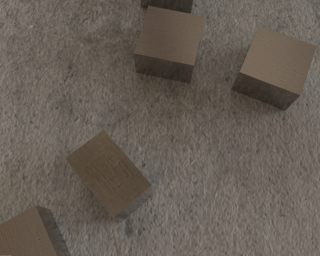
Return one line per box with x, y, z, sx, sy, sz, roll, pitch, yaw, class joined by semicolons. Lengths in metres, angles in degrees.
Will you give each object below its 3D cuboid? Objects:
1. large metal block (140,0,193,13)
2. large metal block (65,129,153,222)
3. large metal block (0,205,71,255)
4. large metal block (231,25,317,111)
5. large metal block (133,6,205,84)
0.017;-0.231;0.479;0.080;0.050;0.080;10;70;3;large metal block
-0.054;0.058;0.357;0.050;0.080;0.080;-39;75;-13;large metal block
-0.150;0.144;0.341;0.080;0.050;0.080;-28;73;-10;large metal block
0.155;-0.082;0.427;0.080;0.050;0.080;23;71;8;large metal block
0.014;-0.117;0.438;0.080;0.050;0.080;13;70;4;large metal block
